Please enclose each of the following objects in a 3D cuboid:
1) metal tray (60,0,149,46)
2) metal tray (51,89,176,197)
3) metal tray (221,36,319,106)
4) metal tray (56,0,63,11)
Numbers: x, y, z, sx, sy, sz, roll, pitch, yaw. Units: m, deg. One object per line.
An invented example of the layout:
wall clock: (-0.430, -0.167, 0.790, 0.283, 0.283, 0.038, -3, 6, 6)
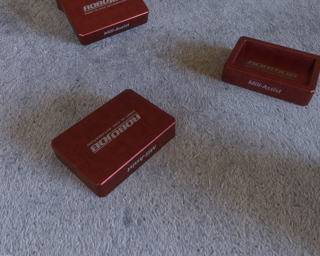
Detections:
metal tray: (-0.097, -0.210, 0.549, 0.131, 0.030, 0.090, -26, 75, -15)
metal tray: (-0.055, 0.013, 0.389, 0.090, 0.030, 0.131, 35, 58, 26)
metal tray: (0.172, -0.091, 0.477, 0.130, 0.030, 0.090, 21, 53, 16)
metal tray: (-0.127, -0.243, 0.603, 0.130, 0.030, 0.090, 31, 57, 23)
